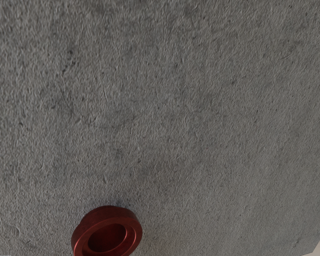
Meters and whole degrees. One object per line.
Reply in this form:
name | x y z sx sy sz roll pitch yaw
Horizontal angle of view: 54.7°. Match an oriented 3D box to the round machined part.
round machined part | -0.078 0.151 0.446 0.099 0.042 0.097 -14 124 -21
